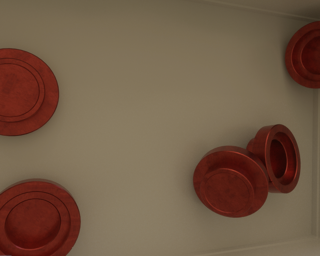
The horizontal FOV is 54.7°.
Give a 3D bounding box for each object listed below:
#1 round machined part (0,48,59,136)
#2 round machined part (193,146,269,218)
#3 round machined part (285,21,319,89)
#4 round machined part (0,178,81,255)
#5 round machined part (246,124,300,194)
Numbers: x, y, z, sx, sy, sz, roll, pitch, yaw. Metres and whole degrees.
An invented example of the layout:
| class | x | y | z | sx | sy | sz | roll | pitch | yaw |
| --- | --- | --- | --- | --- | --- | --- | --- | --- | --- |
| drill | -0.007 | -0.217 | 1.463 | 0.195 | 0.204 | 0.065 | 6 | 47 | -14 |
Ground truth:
| class | x | y | z | sx | sy | sz | roll | pitch | yaw |
| --- | --- | --- | --- | --- | --- | --- | --- | --- | --- |
| round machined part | -0.163 | -0.040 | 0.341 | 0.099 | 0.042 | 0.097 | 0 | 90 | -21 |
| round machined part | 0.091 | 0.076 | 0.407 | 0.098 | 0.042 | 0.097 | 7 | 110 | 20 |
| round machined part | 0.246 | -0.110 | 0.468 | 0.042 | 0.098 | 0.097 | -11 | 94 | -40 |
| round machined part | -0.142 | 0.105 | 0.349 | 0.099 | 0.042 | 0.097 | 0 | 90 | -21 |
| round machined part | 0.161 | 0.045 | 0.451 | 0.099 | 0.042 | 0.097 | 9 | 77 | -40 |
